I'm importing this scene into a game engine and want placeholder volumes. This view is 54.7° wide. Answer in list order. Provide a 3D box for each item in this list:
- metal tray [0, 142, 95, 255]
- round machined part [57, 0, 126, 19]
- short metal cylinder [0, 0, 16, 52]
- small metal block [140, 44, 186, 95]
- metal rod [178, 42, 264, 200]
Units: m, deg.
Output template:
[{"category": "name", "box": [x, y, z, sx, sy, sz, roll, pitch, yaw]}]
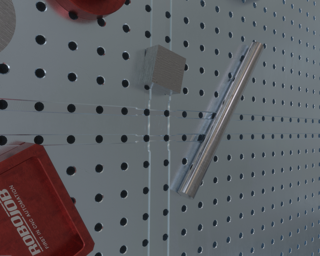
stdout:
[{"category": "metal tray", "box": [-0.130, 0.090, 0.296, 0.091, 0.030, 0.129, -34, 111, -35]}, {"category": "round machined part", "box": [-0.073, -0.173, 0.337, 0.099, 0.042, 0.097, 0, 90, -40]}, {"category": "short metal cylinder", "box": [-0.167, -0.090, 0.252, 0.081, 0.050, 0.079, 0, 90, -40]}, {"category": "small metal block", "box": [0.005, -0.076, 0.413, 0.050, 0.025, 0.050, 17, 80, -39]}, {"category": "metal rod", "box": [0.105, -0.025, 0.496, 0.025, 0.025, 0.300, 44, 63, -31]}]
